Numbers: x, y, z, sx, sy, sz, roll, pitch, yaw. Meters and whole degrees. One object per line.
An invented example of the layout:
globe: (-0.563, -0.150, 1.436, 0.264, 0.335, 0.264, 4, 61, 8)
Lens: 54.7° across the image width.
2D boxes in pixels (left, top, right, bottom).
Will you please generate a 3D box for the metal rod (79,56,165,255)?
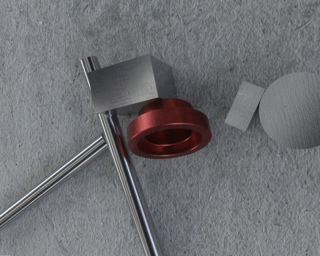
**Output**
metal rod: (-0.048, 0.048, 0.414, 0.025, 0.025, 0.299, -20, 87, 18)

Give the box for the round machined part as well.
round machined part: (0.009, -0.001, 0.371, 0.098, 0.098, 0.042, -17, 62, 19)

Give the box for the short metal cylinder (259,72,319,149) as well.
short metal cylinder: (0.152, -0.018, 0.342, 0.080, 0.050, 0.079, 0, 90, 19)

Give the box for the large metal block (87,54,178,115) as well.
large metal block: (-0.030, -0.049, 0.390, 0.080, 0.080, 0.050, -13, 86, 19)

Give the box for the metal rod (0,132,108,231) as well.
metal rod: (-0.189, 0.101, 0.473, 0.300, 0.025, 0.025, -36, 79, 16)

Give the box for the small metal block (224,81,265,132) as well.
small metal block: (0.100, -0.024, 0.360, 0.025, 0.050, 0.050, 26, 98, 18)
